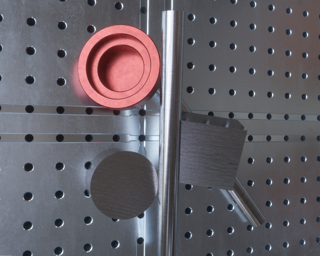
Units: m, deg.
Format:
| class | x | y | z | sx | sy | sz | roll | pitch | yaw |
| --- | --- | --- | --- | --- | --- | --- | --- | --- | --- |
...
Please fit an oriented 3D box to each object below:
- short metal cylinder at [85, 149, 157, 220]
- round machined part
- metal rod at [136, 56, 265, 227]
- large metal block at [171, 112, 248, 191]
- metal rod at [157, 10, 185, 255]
| class | x | y | z | sx | sy | sz | roll | pitch | yaw |
| --- | --- | --- | --- | --- | --- | --- | --- | --- | --- |
| short metal cylinder | -0.049 | 0.066 | 0.382 | 0.081 | 0.050 | 0.079 | 0 | 90 | -20 |
| round machined part | -0.044 | -0.070 | 0.373 | 0.098 | 0.042 | 0.097 | 0 | 87 | 10 |
| metal rod | 0.062 | 0.023 | 0.436 | 0.025 | 0.025 | 0.299 | -40 | 103 | -16 |
| large metal block | 0.057 | 0.028 | 0.398 | 0.081 | 0.050 | 0.079 | 9 | 106 | -2 |
| metal rod | 0.011 | 0.023 | 0.360 | 0.025 | 0.025 | 0.298 | -3 | 102 | -20 |
